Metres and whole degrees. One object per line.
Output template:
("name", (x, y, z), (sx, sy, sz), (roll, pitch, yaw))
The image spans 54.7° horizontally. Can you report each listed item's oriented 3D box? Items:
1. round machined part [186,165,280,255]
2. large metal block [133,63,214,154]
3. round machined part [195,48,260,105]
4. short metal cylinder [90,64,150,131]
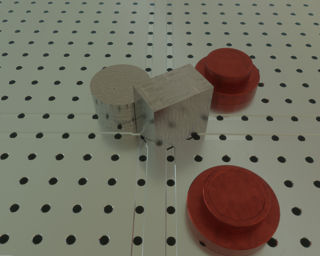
("round machined part", (0.078, 0.080, 0.330), (0.099, 0.042, 0.098), (0, 50, 0))
("large metal block", (0.016, -0.024, 0.392), (0.081, 0.080, 0.050), (-24, 54, -19))
("round machined part", (0.101, -0.084, 0.468), (0.099, 0.042, 0.098), (0, 50, 0))
("short metal cylinder", (-0.052, -0.043, 0.427), (0.081, 0.050, 0.080), (0, 50, 0))
